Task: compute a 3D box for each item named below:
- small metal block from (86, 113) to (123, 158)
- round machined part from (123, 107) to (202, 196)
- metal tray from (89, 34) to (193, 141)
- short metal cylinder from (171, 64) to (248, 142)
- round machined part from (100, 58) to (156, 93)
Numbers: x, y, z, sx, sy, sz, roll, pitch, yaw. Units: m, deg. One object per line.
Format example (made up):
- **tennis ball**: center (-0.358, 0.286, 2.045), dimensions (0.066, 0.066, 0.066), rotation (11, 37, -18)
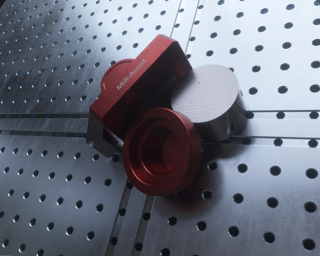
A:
- **small metal block**: center (-0.073, 0.006, 0.421), dimensions (0.025, 0.050, 0.050), rotation (-14, 56, 20)
- **round machined part**: center (0.006, 0.028, 0.357), dimensions (0.098, 0.042, 0.097), rotation (-7, 79, 38)
- **metal tray**: center (-0.014, -0.041, 0.394), dimensions (0.130, 0.090, 0.030), rotation (-48, 51, -6)
- **short metal cylinder**: center (0.060, -0.029, 0.373), dimensions (0.080, 0.050, 0.080), rotation (-13, 56, 21)
- **round machined part**: center (-0.047, -0.063, 0.455), dimensions (0.098, 0.042, 0.098), rotation (-13, 56, 21)
